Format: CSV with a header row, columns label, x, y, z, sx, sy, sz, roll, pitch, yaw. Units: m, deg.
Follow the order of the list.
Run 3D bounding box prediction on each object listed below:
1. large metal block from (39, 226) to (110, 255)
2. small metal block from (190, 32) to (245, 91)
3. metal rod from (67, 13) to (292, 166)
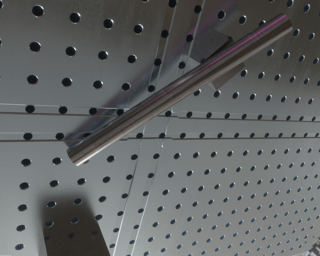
label,x,y,z,sx,sy,sz,roll,pitch,yaw
large metal block,-0.117,0.188,0.429,0.081,0.080,0.050,2,117,-30
small metal block,0.076,-0.086,0.402,0.050,0.025,0.050,-41,130,-1
metal rod,0.021,-0.045,0.371,0.301,0.025,0.025,-32,130,2
